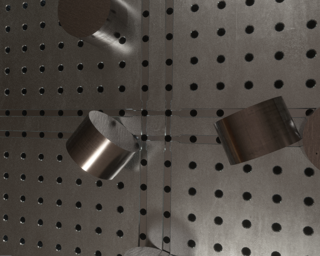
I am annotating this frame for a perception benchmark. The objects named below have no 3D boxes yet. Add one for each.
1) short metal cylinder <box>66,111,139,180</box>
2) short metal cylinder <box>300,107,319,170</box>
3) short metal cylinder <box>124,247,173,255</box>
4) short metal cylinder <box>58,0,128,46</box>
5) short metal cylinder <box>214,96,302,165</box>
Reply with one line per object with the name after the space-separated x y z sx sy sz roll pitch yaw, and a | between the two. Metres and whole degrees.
-0.075 0.022 0.409 0.080 0.080 0.050 44 104 14 | short metal cylinder
0.194 0.011 0.331 0.080 0.050 0.079 0 90 19 | short metal cylinder
-0.013 0.193 0.387 0.080 0.080 0.050 17 96 19 | short metal cylinder
-0.093 -0.159 0.431 0.080 0.050 0.079 0 90 19 | short metal cylinder
0.107 0.004 0.345 0.080 0.080 0.050 -24 82 18 | short metal cylinder
